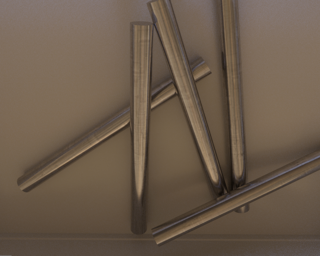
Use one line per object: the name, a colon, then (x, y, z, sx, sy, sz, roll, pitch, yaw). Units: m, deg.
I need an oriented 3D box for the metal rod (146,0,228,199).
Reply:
metal rod: (0.046, -0.009, 0.388, 0.025, 0.025, 0.299, -18, 117, 6)

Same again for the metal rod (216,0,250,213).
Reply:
metal rod: (0.097, -0.020, 0.405, 0.025, 0.025, 0.298, -8, 110, 2)

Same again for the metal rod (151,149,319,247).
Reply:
metal rod: (0.130, 0.083, 0.418, 0.301, 0.025, 0.025, -25, 109, -2)

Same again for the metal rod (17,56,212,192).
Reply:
metal rod: (-0.067, 0.001, 0.410, 0.300, 0.025, 0.025, -32, 107, 10)

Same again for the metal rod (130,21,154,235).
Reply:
metal rod: (-0.026, 0.021, 0.396, 0.025, 0.025, 0.298, 2, 118, -1)
